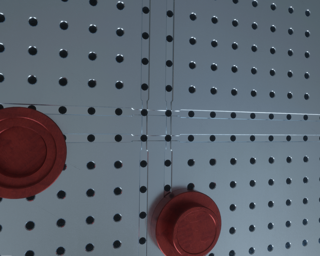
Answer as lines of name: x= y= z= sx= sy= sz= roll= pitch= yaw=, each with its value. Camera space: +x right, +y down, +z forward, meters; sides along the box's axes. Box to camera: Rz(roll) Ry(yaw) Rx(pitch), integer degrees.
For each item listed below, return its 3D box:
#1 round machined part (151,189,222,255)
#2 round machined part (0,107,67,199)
round machined part: x=0.041 y=0.134 z=0.419 sx=0.099 sy=0.042 sz=0.097 roll=0 pitch=90 yaw=-20
round machined part: x=-0.157 y=0.026 z=0.346 sx=0.099 sy=0.042 sz=0.097 roll=0 pitch=90 yaw=-20
